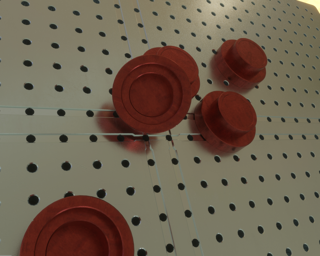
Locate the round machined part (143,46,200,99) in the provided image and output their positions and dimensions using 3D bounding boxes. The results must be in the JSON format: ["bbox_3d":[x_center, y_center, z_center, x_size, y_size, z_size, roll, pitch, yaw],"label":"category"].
[{"bbox_3d":[0.018,-0.083,0.459,0.099,0.042,0.098,14,56,-21],"label":"round machined part"}]

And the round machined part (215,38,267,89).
[{"bbox_3d":[0.152,-0.123,0.557,0.099,0.042,0.098,14,56,-21],"label":"round machined part"}]

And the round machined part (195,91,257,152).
[{"bbox_3d":[0.105,-0.016,0.466,0.099,0.042,0.098,14,56,-21],"label":"round machined part"}]

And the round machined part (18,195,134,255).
[{"bbox_3d":[-0.077,0.116,0.286,0.099,0.042,0.098,14,56,-21],"label":"round machined part"}]

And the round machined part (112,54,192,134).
[{"bbox_3d":[-0.012,-0.041,0.399,0.099,0.042,0.097,0,89,-9],"label":"round machined part"}]
